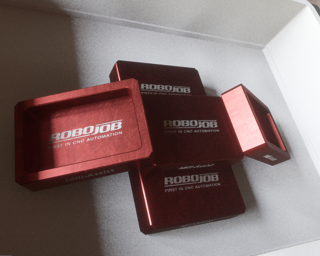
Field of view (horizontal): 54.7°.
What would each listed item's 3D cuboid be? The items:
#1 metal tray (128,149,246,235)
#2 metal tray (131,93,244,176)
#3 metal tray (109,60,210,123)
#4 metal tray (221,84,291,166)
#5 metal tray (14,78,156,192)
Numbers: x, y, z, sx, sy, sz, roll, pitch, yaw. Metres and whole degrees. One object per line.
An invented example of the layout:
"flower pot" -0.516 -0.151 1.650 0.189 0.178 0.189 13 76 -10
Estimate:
"metal tray" 0.033 0.070 0.373 0.131 0.030 0.090 0 62 -29
"metal tray" 0.031 0.005 0.375 0.131 0.030 0.090 -1 62 -29
"metal tray" 0.003 -0.043 0.427 0.131 0.030 0.090 0 62 -29
"metal tray" 0.137 0.000 0.434 0.131 0.030 0.090 20 49 -54
"metal tray" -0.077 0.006 0.316 0.131 0.030 0.090 -12 66 -2
